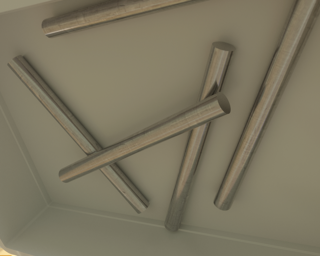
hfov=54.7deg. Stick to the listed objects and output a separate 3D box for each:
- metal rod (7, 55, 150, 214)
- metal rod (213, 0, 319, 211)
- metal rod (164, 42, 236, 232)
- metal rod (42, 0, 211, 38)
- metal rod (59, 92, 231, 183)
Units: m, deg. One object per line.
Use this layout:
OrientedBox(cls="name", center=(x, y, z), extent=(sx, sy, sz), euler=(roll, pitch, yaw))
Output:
OrientedBox(cls="metal rod", center=(-0.120, 0.015, 0.479), extent=(0.025, 0.025, 0.300), euler=(-33, 101, 38))
OrientedBox(cls="metal rod", center=(0.111, -0.015, 0.340), extent=(0.025, 0.025, 0.298), euler=(22, 127, 14))
OrientedBox(cls="metal rod", center=(0.043, 0.035, 0.406), extent=(0.025, 0.025, 0.298), euler=(22, 127, 15))
OrientedBox(cls="metal rod", center=(-0.014, -0.131, 0.325), extent=(0.300, 0.025, 0.025), euler=(-1, 118, 31))
OrientedBox(cls="metal rod", center=(-0.043, 0.025, 0.411), extent=(0.299, 0.025, 0.025), euler=(-25, 105, 36))
